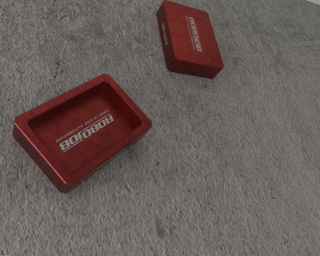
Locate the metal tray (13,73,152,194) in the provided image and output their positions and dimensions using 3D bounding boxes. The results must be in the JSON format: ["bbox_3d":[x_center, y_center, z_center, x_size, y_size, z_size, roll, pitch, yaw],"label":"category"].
[{"bbox_3d":[-0.083,0.000,0.355,0.090,0.030,0.131,48,51,5],"label":"metal tray"}]

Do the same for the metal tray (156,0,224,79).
[{"bbox_3d":[0.048,-0.148,0.516,0.091,0.030,0.130,5,59,-26],"label":"metal tray"}]
